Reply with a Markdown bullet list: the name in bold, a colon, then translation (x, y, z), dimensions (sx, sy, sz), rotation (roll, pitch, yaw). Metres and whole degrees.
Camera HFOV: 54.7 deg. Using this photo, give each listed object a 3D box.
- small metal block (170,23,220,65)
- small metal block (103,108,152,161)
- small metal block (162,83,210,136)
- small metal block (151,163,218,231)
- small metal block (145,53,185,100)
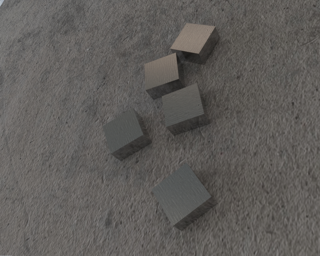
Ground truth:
- **small metal block**: translation (0.052, -0.123, 0.453), dimensions (0.050, 0.025, 0.050), rotation (21, 73, 35)
- **small metal block**: translation (-0.045, 0.009, 0.422), dimensions (0.050, 0.025, 0.050), rotation (-31, 52, 8)
- **small metal block**: translation (0.033, -0.024, 0.401), dimensions (0.050, 0.025, 0.050), rotation (-19, 54, 17)
- **small metal block**: translation (0.027, 0.076, 0.343), dimensions (0.050, 0.025, 0.050), rotation (-38, 51, 2)
- **small metal block**: translation (0.007, -0.074, 0.446), dimensions (0.050, 0.025, 0.050), rotation (-16, 55, 19)
